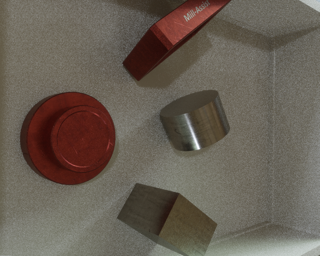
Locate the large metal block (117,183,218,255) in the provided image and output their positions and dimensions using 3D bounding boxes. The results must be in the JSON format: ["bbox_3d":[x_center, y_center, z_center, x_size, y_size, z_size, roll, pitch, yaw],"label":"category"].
[{"bbox_3d":[0.009,0.115,0.380,0.080,0.080,0.050,44,64,-32],"label":"large metal block"}]

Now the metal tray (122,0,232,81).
[{"bbox_3d":[0.021,-0.118,0.380,0.030,0.090,0.131,49,59,-6],"label":"metal tray"}]

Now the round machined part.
[{"bbox_3d":[-0.088,0.011,0.323,0.099,0.042,0.097,0,90,-40],"label":"round machined part"}]

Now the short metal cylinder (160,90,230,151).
[{"bbox_3d":[0.047,-0.011,0.412,0.081,0.080,0.050,-36,112,-35],"label":"short metal cylinder"}]
